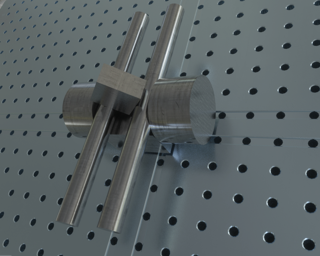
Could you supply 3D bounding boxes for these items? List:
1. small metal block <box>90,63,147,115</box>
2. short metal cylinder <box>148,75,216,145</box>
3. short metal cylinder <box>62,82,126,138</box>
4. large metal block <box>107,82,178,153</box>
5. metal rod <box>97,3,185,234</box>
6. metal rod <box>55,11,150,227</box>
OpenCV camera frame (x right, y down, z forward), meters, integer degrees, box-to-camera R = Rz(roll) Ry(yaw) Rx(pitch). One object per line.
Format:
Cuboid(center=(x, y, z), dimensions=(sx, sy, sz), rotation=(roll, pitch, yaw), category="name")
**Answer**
Cuboid(center=(-0.049, -0.043, 0.359), dimensions=(0.050, 0.050, 0.025), rotation=(137, 151, -62), category="small metal block")
Cuboid(center=(0.028, -0.021, 0.365), dimensions=(0.050, 0.080, 0.080), rotation=(0, 62, 29), category="short metal cylinder")
Cuboid(center=(-0.086, -0.024, 0.429), dimensions=(0.050, 0.080, 0.080), rotation=(2, 63, 29), category="short metal cylinder")
Cuboid(center=(-0.023, -0.015, 0.409), dimensions=(0.080, 0.050, 0.080), rotation=(1, 62, 28), category="large metal block")
Cuboid(center=(-0.014, -0.031, 0.366), dimensions=(0.025, 0.025, 0.300), rotation=(1, 62, 28), category="metal rod")
Cuboid(center=(-0.063, -0.029, 0.391), dimensions=(0.025, 0.025, 0.300), rotation=(1, 62, 28), category="metal rod")
